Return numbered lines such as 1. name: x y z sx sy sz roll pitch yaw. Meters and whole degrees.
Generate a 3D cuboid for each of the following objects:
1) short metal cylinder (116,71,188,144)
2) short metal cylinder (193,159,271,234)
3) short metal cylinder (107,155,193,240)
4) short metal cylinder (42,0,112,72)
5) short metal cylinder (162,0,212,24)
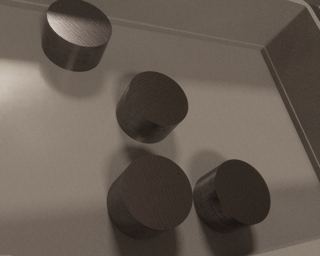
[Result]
1. short metal cylinder: -0.011 -0.026 0.401 0.081 0.050 0.080 14 56 -21
2. short metal cylinder: 0.089 0.086 0.387 0.081 0.050 0.080 14 56 -21
3. short metal cylinder: -0.012 0.076 0.338 0.081 0.050 0.080 14 56 -21
4. short metal cylinder: -0.109 -0.121 0.405 0.081 0.050 0.080 14 56 -21
5. short metal cylinder: 0.044 -0.229 0.538 0.081 0.080 0.050 1 62 -28
